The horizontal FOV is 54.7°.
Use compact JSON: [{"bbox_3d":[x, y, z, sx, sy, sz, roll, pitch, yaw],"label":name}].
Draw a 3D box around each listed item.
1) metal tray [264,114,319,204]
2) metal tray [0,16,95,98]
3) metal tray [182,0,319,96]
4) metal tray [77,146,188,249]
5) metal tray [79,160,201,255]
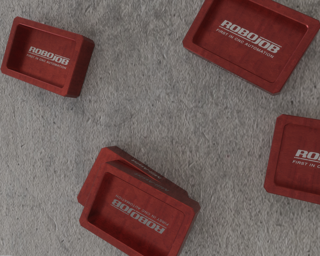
[{"bbox_3d":[0.189,0.039,0.339,0.130,0.030,0.089,11,94,19],"label":"metal tray"},{"bbox_3d":[-0.171,-0.107,0.466,0.130,0.030,0.089,21,97,18],"label":"metal tray"},{"bbox_3d":[0.104,-0.107,0.369,0.130,0.030,0.090,32,100,17],"label":"metal tray"},{"bbox_3d":[-0.039,0.094,0.420,0.130,0.030,0.090,31,100,17],"label":"metal tray"},{"bbox_3d":[-0.027,0.107,0.383,0.130,0.030,0.089,25,98,18],"label":"metal tray"}]
